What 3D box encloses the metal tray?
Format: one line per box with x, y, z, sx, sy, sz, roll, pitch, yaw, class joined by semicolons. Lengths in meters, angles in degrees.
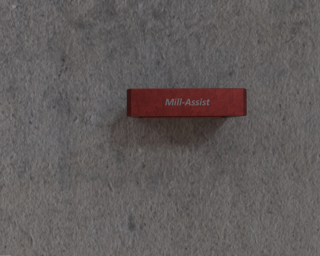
0.029;-0.028;0.377;0.131;0.090;0.030;0;90;-1;metal tray
